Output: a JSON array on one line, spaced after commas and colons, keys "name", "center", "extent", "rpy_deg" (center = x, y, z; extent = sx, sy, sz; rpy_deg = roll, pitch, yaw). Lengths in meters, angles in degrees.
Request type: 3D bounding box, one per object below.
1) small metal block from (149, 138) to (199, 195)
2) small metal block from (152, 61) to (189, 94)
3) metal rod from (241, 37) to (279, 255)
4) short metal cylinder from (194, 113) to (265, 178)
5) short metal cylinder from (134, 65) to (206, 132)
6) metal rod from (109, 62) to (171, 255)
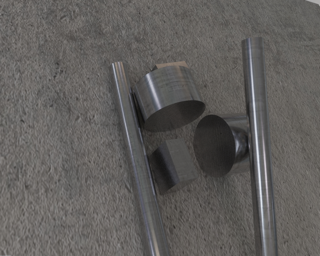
[{"name": "small metal block", "center": [0.014, 0.046, 0.367], "extent": [0.025, 0.050, 0.050], "rpy_deg": [-6, 65, -31]}, {"name": "small metal block", "center": [0.009, -0.066, 0.433], "extent": [0.050, 0.050, 0.025], "rpy_deg": [-15, 70, -34]}, {"name": "metal rod", "center": [0.117, 0.047, 0.357], "extent": [0.025, 0.025, 0.298], "rpy_deg": [-3, 89, -30]}, {"name": "short metal cylinder", "center": [0.088, 0.021, 0.403], "extent": [0.050, 0.080, 0.080], "rpy_deg": [-5, 64, -30]}, {"name": "short metal cylinder", "center": [0.012, -0.035, 0.396], "extent": [0.081, 0.080, 0.050], "rpy_deg": [-5, 65, -31]}, {"name": "metal rod", "center": [-0.023, 0.049, 0.360], "extent": [0.025, 0.025, 0.299], "rpy_deg": [0, 62, -29]}]
